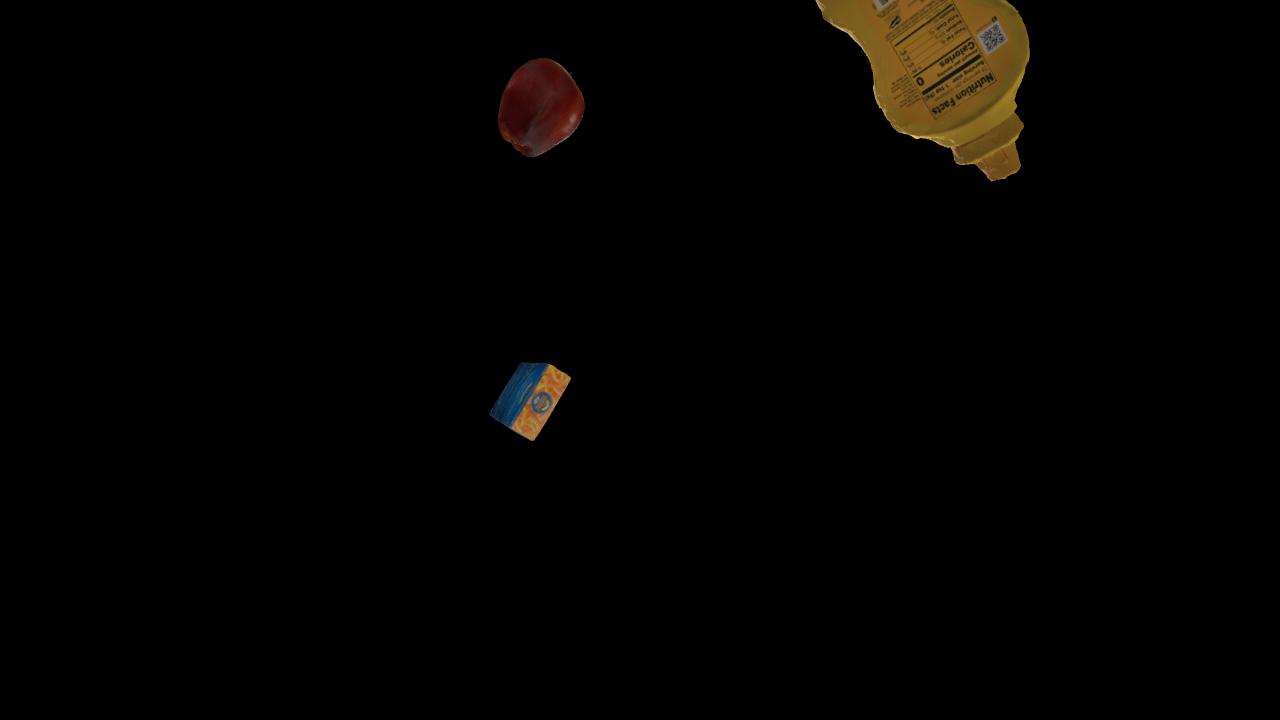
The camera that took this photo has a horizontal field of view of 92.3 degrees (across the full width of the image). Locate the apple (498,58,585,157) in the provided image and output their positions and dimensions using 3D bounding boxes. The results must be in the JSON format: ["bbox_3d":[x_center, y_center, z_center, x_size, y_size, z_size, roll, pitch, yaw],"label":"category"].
[{"bbox_3d":[-0.099,-0.252,0.612,0.079,0.093,0.079,40,-4,4],"label":"apple"}]

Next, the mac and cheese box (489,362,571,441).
[{"bbox_3d":[-0.151,0.050,0.819,0.041,0.093,0.184,35,-11,-18],"label":"mac and cheese box"}]

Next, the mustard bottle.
[{"bbox_3d":[0.191,-0.195,0.393,0.092,0.184,0.054,-30,10,28],"label":"mustard bottle"}]
